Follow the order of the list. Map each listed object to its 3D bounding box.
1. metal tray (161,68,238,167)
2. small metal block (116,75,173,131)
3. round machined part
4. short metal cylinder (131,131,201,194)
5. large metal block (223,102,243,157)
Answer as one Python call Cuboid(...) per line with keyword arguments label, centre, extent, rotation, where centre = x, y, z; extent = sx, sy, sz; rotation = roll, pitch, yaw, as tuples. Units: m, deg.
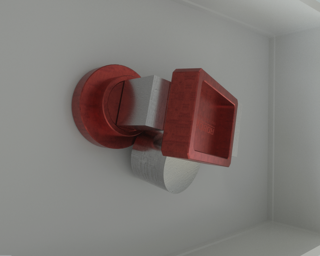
Cuboid(label="metal tray", centre=(0.052, -0.005, 0.355), extent=(0.131, 0.030, 0.090), rotation=(19, 77, -58))
Cuboid(label="small metal block", centre=(-0.016, -0.024, 0.321), extent=(0.025, 0.050, 0.050), rotation=(16, 80, -39))
Cuboid(label="round machined part", centre=(-0.046, -0.025, 0.356), extent=(0.099, 0.042, 0.097), rotation=(0, 90, -40))
Cuboid(label="short metal cylinder", centre=(0.010, 0.035, 0.384), extent=(0.081, 0.050, 0.079), rotation=(-23, 121, -46))
Cuboid(label="large metal block", centre=(0.071, -0.004, 0.448), extent=(0.081, 0.050, 0.080), rotation=(13, 82, -40))
